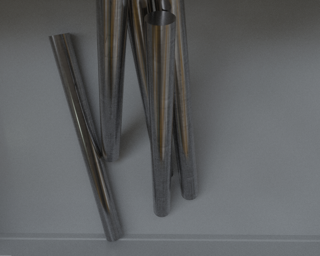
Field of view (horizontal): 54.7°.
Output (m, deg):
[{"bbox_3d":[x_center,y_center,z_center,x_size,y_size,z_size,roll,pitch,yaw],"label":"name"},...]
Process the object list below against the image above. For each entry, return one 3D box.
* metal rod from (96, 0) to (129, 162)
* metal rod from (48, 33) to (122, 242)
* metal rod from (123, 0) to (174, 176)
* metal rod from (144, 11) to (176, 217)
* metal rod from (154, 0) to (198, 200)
[{"bbox_3d":[-0.048,-0.049,0.306,0.025,0.025,0.298,9,144,-3],"label":"metal rod"},{"bbox_3d":[-0.095,0.026,0.419,0.025,0.025,0.298,-9,110,3],"label":"metal rod"},{"bbox_3d":[-0.009,-0.039,0.329,0.025,0.025,0.298,-6,136,2],"label":"metal rod"},{"bbox_3d":[0.001,0.017,0.351,0.025,0.025,0.298,-1,136,0],"label":"metal rod"},{"bbox_3d":[0.024,-0.014,0.346,0.025,0.025,0.298,-8,133,3],"label":"metal rod"}]
